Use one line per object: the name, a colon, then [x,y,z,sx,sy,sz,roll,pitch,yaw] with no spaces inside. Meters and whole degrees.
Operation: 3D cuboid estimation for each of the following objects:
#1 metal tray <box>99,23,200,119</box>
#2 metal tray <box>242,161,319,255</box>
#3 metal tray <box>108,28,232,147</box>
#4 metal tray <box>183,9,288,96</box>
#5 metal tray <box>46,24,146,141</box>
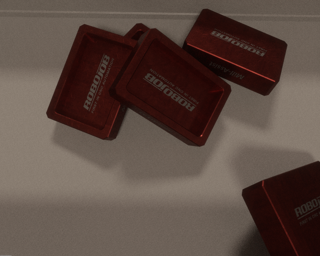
metal tray: [-0.007,-0.079,0.435,0.130,0.030,0.090,37,74,12]
metal tray: [0.158,0.092,0.340,0.131,0.030,0.090,-7,66,-39]
metal tray: [0.016,-0.046,0.378,0.130,0.030,0.090,32,78,-21]
metal tray: [0.103,-0.107,0.429,0.131,0.030,0.090,24,54,3]
metal tray: [-0.081,-0.059,0.402,0.090,0.030,0.129,21,89,12]
